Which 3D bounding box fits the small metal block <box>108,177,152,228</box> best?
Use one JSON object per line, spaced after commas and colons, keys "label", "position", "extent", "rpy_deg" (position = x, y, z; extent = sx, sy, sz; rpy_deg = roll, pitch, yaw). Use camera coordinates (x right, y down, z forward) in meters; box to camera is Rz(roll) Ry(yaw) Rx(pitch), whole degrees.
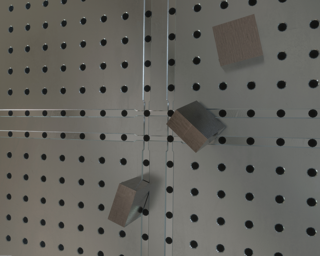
{"label": "small metal block", "position": [-0.039, 0.097, 0.414], "extent": [0.025, 0.050, 0.050], "rpy_deg": [21, 97, 19]}

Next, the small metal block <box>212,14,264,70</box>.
{"label": "small metal block", "position": [0.096, -0.104, 0.379], "extent": [0.050, 0.025, 0.050], "rpy_deg": [-12, 86, 19]}

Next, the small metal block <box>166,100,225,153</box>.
{"label": "small metal block", "position": [0.045, -0.003, 0.381], "extent": [0.050, 0.050, 0.025], "rpy_deg": [45, 126, 14]}
